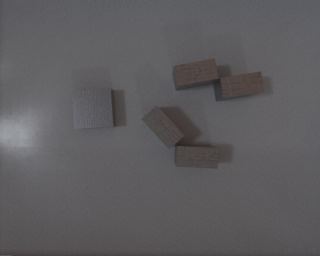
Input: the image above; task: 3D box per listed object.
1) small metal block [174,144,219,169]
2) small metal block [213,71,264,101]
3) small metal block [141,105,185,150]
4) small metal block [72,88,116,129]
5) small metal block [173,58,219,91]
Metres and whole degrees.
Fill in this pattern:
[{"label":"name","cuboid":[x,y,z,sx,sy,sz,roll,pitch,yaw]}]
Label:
[{"label":"small metal block","cuboid":[0.045,0.035,0.399,0.050,0.050,0.025,3,90,0]},{"label":"small metal block","cuboid":[0.100,-0.052,0.399,0.050,0.050,0.025,-9,90,0]},{"label":"small metal block","cuboid":[0.004,-0.001,0.399,0.025,0.050,0.050,-42,90,0]},{"label":"small metal block","cuboid":[-0.087,-0.025,0.411,0.050,0.025,0.050,-4,90,0]},{"label":"small metal block","cuboid":[0.044,-0.068,0.399,0.050,0.050,0.025,-11,90,0]}]
